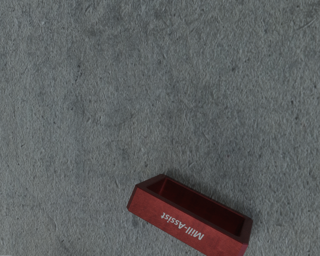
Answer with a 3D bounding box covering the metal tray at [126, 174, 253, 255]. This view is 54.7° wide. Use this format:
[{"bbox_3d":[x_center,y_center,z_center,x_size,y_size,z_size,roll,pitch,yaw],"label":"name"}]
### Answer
[{"bbox_3d":[0.038,0.101,0.360,0.130,0.090,0.030,25,98,18],"label":"metal tray"}]
